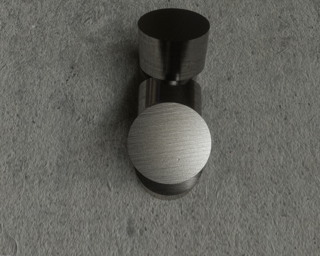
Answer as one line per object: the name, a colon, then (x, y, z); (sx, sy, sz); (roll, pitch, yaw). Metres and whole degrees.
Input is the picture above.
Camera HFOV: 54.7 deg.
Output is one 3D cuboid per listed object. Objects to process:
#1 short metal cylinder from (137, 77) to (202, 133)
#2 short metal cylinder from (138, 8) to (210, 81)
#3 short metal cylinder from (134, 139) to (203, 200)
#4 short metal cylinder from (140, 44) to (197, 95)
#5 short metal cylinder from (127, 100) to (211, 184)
short metal cylinder: (0.012, -0.025, 0.390); (0.080, 0.080, 0.050); (1, 70, 0)
short metal cylinder: (0.015, -0.099, 0.364); (0.081, 0.050, 0.080); (1, 45, -1)
short metal cylinder: (0.010, 0.046, 0.380); (0.081, 0.050, 0.080); (0, 70, 0)
short metal cylinder: (0.013, -0.081, 0.426); (0.081, 0.050, 0.080); (0, 70, 0)
short metal cylinder: (0.009, 0.012, 0.321); (0.080, 0.050, 0.079); (0, 98, 1)
